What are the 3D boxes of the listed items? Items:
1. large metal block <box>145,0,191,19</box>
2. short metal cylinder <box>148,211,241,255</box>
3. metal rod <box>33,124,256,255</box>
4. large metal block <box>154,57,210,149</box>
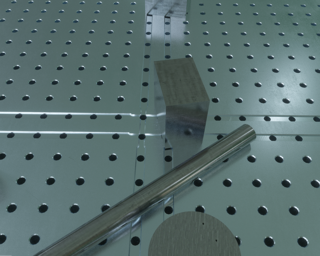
[{"bbox_3d":[0.019,-0.266,0.615,0.080,0.050,0.080,9,51,7],"label":"large metal block"},{"bbox_3d":[0.030,0.125,0.287,0.081,0.050,0.080,1,50,0],"label":"short metal cylinder"},{"bbox_3d":[-0.006,0.073,0.346,0.302,0.025,0.025,-29,56,-23],"label":"metal rod"},{"bbox_3d":[0.024,-0.032,0.399,0.050,0.080,0.080,-8,51,-7],"label":"large metal block"}]
